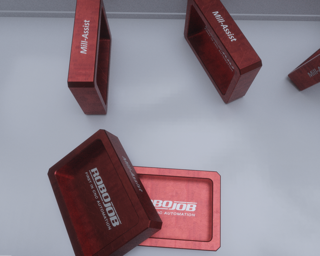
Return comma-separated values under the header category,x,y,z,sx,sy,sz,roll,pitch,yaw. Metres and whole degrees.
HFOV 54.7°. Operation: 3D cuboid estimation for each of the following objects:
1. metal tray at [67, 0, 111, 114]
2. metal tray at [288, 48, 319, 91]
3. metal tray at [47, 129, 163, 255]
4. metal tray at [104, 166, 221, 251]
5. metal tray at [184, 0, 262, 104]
category,x,y,z,sx,sy,sz,roll,pitch,yaw
metal tray,-0.088,-0.093,0.408,0.030,0.090,0.130,0,70,0
metal tray,0.230,-0.100,0.387,0.090,0.130,0.030,-39,87,-9
metal tray,-0.066,0.077,0.347,0.090,0.030,0.130,-37,59,8
metal tray,0.005,0.095,0.371,0.131,0.030,0.090,4,70,1
metal tray,0.078,-0.108,0.414,0.030,0.090,0.130,-25,72,-8
